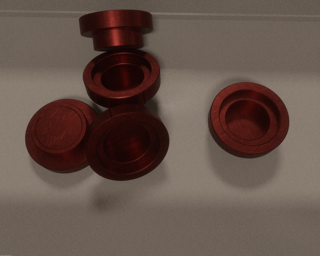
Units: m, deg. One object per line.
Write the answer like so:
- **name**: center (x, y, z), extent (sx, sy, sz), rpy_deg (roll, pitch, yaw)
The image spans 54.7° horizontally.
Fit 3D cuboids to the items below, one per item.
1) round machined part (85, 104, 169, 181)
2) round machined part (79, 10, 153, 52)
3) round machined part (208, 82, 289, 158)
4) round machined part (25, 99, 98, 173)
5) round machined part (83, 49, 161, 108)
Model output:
- **round machined part**: center (-0.042, 0.013, 0.376), extent (0.099, 0.097, 0.042), rpy_deg (-20, 36, -7)
- **round machined part**: center (-0.058, -0.130, 0.425), extent (0.099, 0.098, 0.042), rpy_deg (-5, 100, -2)
- **round machined part**: center (0.112, -0.007, 0.405), extent (0.099, 0.042, 0.098), rpy_deg (0, 70, -1)
- **round machined part**: center (-0.123, 0.006, 0.397), extent (0.099, 0.042, 0.098), rpy_deg (0, 70, -1)
- **round machined part**: center (-0.048, -0.059, 0.411), extent (0.099, 0.042, 0.098), rpy_deg (-1, 50, 2)
